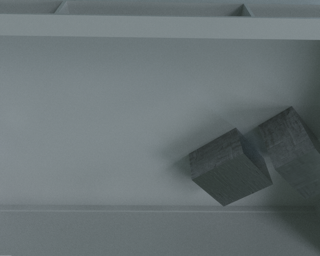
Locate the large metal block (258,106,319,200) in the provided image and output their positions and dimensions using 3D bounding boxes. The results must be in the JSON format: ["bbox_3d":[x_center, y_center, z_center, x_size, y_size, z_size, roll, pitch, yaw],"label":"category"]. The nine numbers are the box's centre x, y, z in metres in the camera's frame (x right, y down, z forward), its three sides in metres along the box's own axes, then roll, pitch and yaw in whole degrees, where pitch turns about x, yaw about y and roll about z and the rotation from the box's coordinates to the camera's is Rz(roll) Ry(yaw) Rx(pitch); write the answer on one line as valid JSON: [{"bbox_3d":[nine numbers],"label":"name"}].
[{"bbox_3d":[0.180,0.032,0.402,0.050,0.080,0.080,-35,122,26],"label":"large metal block"}]

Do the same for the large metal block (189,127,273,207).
[{"bbox_3d":[0.100,0.058,0.443,0.080,0.050,0.080,-33,123,24],"label":"large metal block"}]
